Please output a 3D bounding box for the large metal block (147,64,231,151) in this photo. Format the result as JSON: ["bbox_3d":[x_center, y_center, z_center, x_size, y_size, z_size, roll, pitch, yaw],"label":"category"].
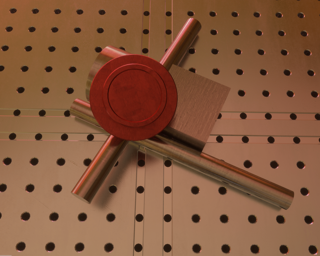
[{"bbox_3d":[0.035,-0.024,0.404,0.080,0.050,0.080,24,72,8],"label":"large metal block"}]

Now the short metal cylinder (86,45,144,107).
[{"bbox_3d":[-0.053,-0.060,0.403,0.050,0.080,0.080,24,72,8],"label":"short metal cylinder"}]

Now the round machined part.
[{"bbox_3d":[-0.029,-0.034,0.345,0.099,0.042,0.097,0,90,-7],"label":"round machined part"}]

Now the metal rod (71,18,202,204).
[{"bbox_3d":[-0.018,-0.039,0.405,0.025,0.025,0.300,27,64,9],"label":"metal rod"}]

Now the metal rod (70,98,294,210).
[{"bbox_3d":[0.022,0.030,0.400,0.301,0.025,0.025,23,72,8],"label":"metal rod"}]
